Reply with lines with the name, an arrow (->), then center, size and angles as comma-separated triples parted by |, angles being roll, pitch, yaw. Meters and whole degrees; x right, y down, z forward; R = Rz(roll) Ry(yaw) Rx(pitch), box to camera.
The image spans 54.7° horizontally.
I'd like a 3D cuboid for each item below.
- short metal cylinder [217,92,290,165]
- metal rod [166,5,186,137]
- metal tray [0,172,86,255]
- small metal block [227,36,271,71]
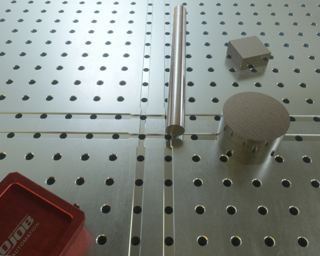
short metal cylinder -> 0.116, 0.000, 0.393 | 0.081, 0.050, 0.080 | 0, 50, 0
metal rod -> 0.029, -0.111, 0.501 | 0.025, 0.025, 0.300 | 3, 50, 2
metal tray -> -0.143, 0.116, 0.288 | 0.090, 0.030, 0.130 | 31, 54, 2
small metal block -> 0.147, -0.125, 0.515 | 0.050, 0.025, 0.050 | -14, 52, -12
